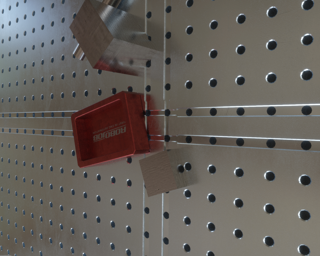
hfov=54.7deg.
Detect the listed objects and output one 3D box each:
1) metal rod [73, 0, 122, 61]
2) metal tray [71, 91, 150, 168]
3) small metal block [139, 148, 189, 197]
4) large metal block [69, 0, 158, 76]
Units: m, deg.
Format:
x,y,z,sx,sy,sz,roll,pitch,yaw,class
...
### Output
x,y,z,sx,sy,sz,roll,pitch,yaw,class
-0.048,-0.221,0.446,0.298,0.025,0.025,-50,61,28,metal rod
-0.080,0.006,0.468,0.130,0.030,0.090,-17,79,38,metal tray
0.004,0.058,0.404,0.050,0.025,0.050,-25,75,37,small metal block
-0.063,-0.122,0.423,0.050,0.081,0.080,-46,63,30,large metal block
